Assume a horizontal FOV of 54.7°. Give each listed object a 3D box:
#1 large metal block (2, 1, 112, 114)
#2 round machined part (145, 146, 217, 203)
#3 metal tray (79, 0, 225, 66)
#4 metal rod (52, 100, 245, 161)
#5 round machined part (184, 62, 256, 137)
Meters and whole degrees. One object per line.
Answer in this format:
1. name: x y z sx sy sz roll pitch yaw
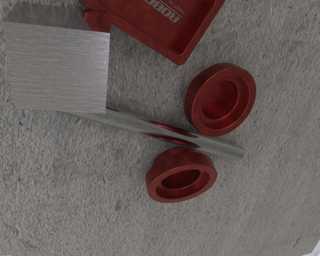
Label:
1. large metal block: -0.088 -0.062 0.283 0.081 0.050 0.079 3 127 -10
2. round machined part: 0.027 0.063 0.436 0.099 0.042 0.097 -10 141 -8
3. metal tray: -0.004 -0.133 0.318 0.131 0.030 0.090 24 105 -37
4. metal rod: 0.008 0.005 0.414 0.302 0.025 0.025 17 110 -35
5. round machined part: 0.075 -0.040 0.412 0.099 0.042 0.097 -14 124 -21
